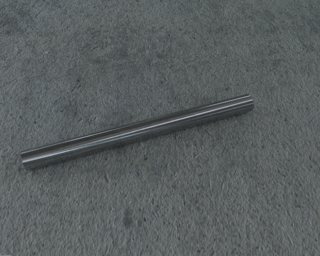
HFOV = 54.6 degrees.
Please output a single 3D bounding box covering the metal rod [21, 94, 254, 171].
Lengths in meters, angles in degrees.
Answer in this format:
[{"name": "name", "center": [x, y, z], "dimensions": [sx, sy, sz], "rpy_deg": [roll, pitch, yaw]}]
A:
[{"name": "metal rod", "center": [-0.018, 0.002, 0.401], "dimensions": [0.302, 0.025, 0.025], "rpy_deg": [-15, 52, -12]}]
